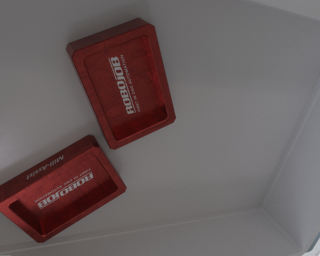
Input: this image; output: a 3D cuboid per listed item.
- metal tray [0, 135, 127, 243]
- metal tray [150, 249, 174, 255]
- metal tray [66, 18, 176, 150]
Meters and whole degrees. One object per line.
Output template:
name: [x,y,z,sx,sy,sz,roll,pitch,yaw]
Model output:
metal tray: [-0.118,0.078,0.388,0.131,0.030,0.090,-31,129,-8]
metal tray: [-0.035,0.280,0.562,0.131,0.030,0.089,-11,123,-23]
metal tray: [-0.038,-0.047,0.355,0.091,0.030,0.129,-25,128,-13]
